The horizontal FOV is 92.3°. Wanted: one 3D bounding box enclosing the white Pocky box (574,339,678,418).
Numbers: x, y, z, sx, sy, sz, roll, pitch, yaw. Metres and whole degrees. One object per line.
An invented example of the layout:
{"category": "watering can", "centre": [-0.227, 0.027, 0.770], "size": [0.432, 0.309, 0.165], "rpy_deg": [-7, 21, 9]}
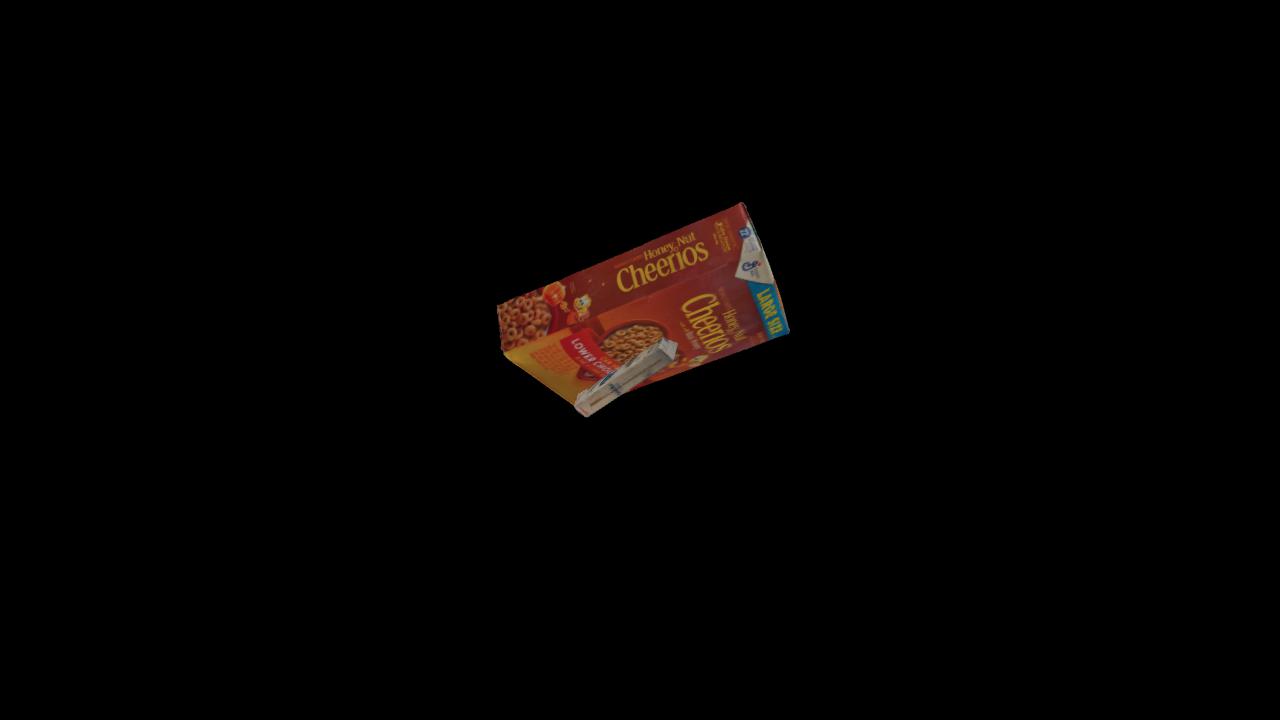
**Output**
{"category": "white Pocky box", "centre": [-0.015, 0.006, 0.764], "size": [0.154, 0.028, 0.084], "rpy_deg": [-34, 23, 32]}

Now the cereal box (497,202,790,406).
{"category": "cereal box", "centre": [0.013, -0.048, 0.740], "size": [0.306, 0.081, 0.203], "rpy_deg": [-20, -28, 12]}
